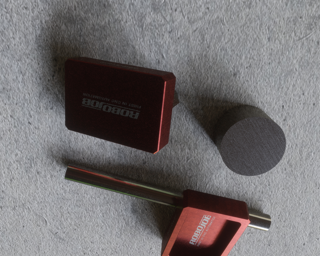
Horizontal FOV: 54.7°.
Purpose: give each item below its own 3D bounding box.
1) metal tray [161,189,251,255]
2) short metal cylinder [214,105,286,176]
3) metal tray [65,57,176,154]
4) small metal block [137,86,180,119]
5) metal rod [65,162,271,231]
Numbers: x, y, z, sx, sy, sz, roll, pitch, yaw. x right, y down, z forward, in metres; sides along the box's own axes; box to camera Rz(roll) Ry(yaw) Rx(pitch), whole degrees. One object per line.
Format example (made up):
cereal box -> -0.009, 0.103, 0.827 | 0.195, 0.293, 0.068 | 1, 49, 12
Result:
metal tray -> 0.060, 0.149, 0.442 | 0.091, 0.030, 0.129 | 14, 126, -5
short metal cylinder -> 0.114, 0.015, 0.404 | 0.081, 0.050, 0.079 | 0, 110, -1
metal tray -> -0.051, -0.030, 0.368 | 0.130, 0.030, 0.089 | 14, 111, 20
small metal block -> -0.005, -0.032, 0.385 | 0.050, 0.050, 0.025 | -38, 106, 12
metal rod -> 0.016, 0.100, 0.447 | 0.302, 0.025, 0.025 | 16, 109, -7
